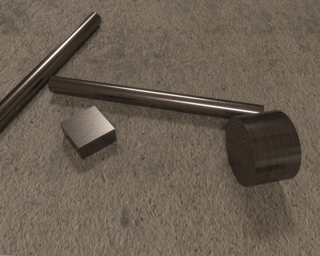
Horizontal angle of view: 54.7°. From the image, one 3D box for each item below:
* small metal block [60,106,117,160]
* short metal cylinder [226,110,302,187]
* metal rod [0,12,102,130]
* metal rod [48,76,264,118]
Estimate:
[{"bbox_3d":[-0.092,0.005,0.398,0.050,0.025,0.050,-30,57,-23],"label":"small metal block"},{"bbox_3d":[0.113,0.023,0.350,0.050,0.080,0.080,-9,51,-8],"label":"short metal cylinder"},{"bbox_3d":[-0.173,-0.095,0.480,0.025,0.025,0.301,17,52,13],"label":"metal rod"},{"bbox_3d":[-0.010,-0.042,0.437,0.302,0.025,0.025,9,51,7],"label":"metal rod"}]
